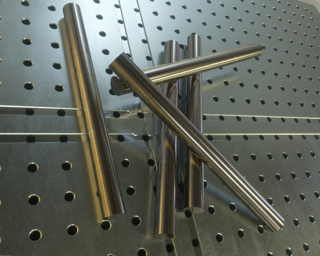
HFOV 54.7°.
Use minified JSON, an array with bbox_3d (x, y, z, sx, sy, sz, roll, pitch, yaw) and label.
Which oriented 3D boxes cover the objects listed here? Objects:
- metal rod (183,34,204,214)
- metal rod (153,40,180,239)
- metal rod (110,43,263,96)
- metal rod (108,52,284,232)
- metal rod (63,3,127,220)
[{"bbox_3d":[0.050,-0.027,0.452,0.025,0.025,0.300,17,55,-19],"label":"metal rod"},{"bbox_3d":[0.012,-0.007,0.420,0.025,0.025,0.300,16,55,-20],"label":"metal rod"},{"bbox_3d":[0.060,-0.096,0.467,0.302,0.025,0.025,-21,74,-36],"label":"metal rod"},{"bbox_3d":[0.053,0.025,0.387,0.300,0.025,0.025,45,50,-11],"label":"metal rod"},{"bbox_3d":[-0.087,-0.038,0.385,0.025,0.025,0.299,-3,63,-30],"label":"metal rod"}]
